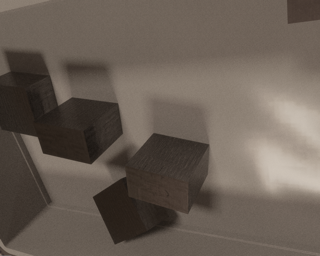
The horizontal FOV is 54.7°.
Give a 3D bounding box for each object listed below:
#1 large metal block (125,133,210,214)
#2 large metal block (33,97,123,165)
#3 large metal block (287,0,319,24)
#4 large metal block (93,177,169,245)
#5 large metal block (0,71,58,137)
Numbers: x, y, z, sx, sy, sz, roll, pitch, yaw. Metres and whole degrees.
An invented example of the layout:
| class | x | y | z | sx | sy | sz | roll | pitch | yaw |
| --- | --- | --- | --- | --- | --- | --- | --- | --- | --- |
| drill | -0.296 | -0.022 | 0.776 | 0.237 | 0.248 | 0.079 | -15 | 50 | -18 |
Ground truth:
| class | x | y | z | sx | sy | sz | roll | pitch | yaw |
| --- | --- | --- | --- | --- | --- | --- | --- | --- | --- |
| large metal block | 0.012 | 0.054 | 0.399 | 0.080 | 0.080 | 0.050 | 11 | 123 | 22 |
| large metal block | -0.110 | 0.000 | 0.429 | 0.080 | 0.080 | 0.050 | 9 | 122 | 23 |
| large metal block | 0.140 | -0.116 | 0.228 | 0.080 | 0.080 | 0.050 | 1 | 119 | 27 |
| large metal block | -0.046 | 0.120 | 0.473 | 0.080 | 0.050 | 0.080 | -36 | 77 | 38 |
| large metal block | -0.207 | -0.038 | 0.476 | 0.080 | 0.050 | 0.079 | 9 | 122 | 23 |
